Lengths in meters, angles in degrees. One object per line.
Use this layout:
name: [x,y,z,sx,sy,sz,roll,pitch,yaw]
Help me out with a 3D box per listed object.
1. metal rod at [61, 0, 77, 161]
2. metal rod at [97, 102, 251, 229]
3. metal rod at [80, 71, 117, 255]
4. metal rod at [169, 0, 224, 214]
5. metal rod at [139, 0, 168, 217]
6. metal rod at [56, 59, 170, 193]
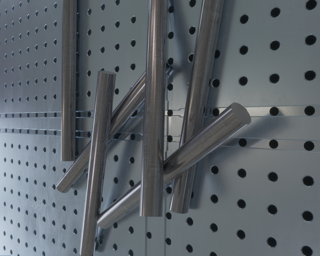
metal rod: [-0.159,-0.092,0.542,0.025,0.025,0.298,1,91,40]
metal rod: [-0.005,0.066,0.387,0.299,0.025,0.025,-44,63,40]
metal rod: [-0.096,0.065,0.467,0.025,0.025,0.298,23,111,38]
metal rod: [0.046,-0.044,0.372,0.025,0.025,0.298,14,99,39]
metal rod: [-0.006,-0.049,0.375,0.025,0.025,0.299,-11,71,39]
metal rod: [-0.085,0.010,0.480,0.299,0.025,0.025,-47,62,30]
